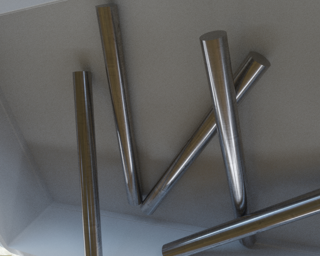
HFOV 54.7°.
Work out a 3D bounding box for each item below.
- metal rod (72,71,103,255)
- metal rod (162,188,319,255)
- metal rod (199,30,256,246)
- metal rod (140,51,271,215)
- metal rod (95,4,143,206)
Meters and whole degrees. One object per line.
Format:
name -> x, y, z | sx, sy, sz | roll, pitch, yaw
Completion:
metal rod -> -0.099, 0.073, 0.429 | 0.025, 0.025, 0.298 | -1, 94, 29
metal rod -> 0.126, 0.112, 0.376 | 0.299, 0.025, 0.025 | -30, 102, 27
metal rod -> 0.086, 0.036, 0.362 | 0.025, 0.025, 0.298 | 1, 126, 27
metal rod -> 0.040, 0.030, 0.405 | 0.025, 0.025, 0.298 | 35, 129, 5
metal rod -> -0.051, -0.011, 0.428 | 0.025, 0.025, 0.298 | 9, 123, 23
